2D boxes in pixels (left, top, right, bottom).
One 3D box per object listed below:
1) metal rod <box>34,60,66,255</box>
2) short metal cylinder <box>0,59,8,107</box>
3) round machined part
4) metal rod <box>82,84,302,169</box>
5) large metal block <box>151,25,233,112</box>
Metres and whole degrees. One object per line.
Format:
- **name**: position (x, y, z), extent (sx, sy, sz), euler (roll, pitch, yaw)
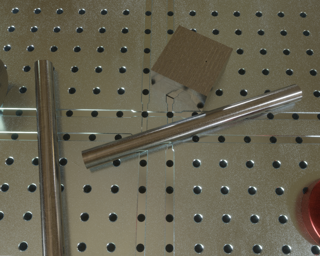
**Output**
- **metal rod**: position (-0.141, 0.047, 0.393), extent (0.025, 0.025, 0.299), euler (-9, 70, -3)
- **short metal cylinder**: position (-0.245, -0.059, 0.402), extent (0.050, 0.080, 0.080), euler (10, 70, 4)
- **round machined part**: position (0.226, 0.101, 0.367), extent (0.099, 0.042, 0.098), euler (0, 70, 0)
- **metal rod**: position (0.047, -0.004, 0.413), extent (0.302, 0.025, 0.025), euler (-18, 71, -7)
- **large metal block**: position (0.043, -0.082, 0.428), extent (0.080, 0.050, 0.080), euler (27, 72, 9)
